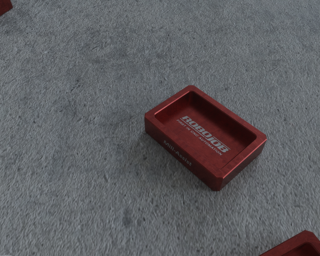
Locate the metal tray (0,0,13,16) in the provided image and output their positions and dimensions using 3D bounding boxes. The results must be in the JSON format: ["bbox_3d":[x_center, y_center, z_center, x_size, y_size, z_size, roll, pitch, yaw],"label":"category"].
[{"bbox_3d":[-0.370,-0.243,0.601,0.130,0.030,0.090,20,53,16],"label":"metal tray"}]

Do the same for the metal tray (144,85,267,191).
[{"bbox_3d":[0.054,0.007,0.394,0.091,0.030,0.130,-35,58,-26],"label":"metal tray"}]

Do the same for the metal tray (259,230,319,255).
[{"bbox_3d":[0.106,0.158,0.267,0.131,0.030,0.090,-20,53,-17],"label":"metal tray"}]
